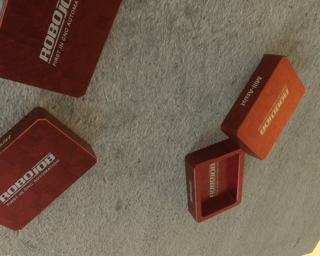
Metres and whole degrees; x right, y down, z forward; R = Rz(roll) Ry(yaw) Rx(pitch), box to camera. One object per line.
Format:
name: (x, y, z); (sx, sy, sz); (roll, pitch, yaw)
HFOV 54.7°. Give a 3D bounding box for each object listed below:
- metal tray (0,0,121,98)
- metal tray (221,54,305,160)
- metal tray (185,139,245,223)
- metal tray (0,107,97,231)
metal tray: (-0.095, -0.101, 0.289); (0.091, 0.030, 0.129); (14, 111, -34)
metal tray: (0.152, -0.029, 0.448); (0.090, 0.030, 0.130); (38, 82, -39)
metal tray: (0.090, 0.087, 0.506); (0.091, 0.030, 0.129); (-19, 126, -17)
metal tray: (-0.150, 0.050, 0.352); (0.130, 0.030, 0.090); (-42, 130, 0)
